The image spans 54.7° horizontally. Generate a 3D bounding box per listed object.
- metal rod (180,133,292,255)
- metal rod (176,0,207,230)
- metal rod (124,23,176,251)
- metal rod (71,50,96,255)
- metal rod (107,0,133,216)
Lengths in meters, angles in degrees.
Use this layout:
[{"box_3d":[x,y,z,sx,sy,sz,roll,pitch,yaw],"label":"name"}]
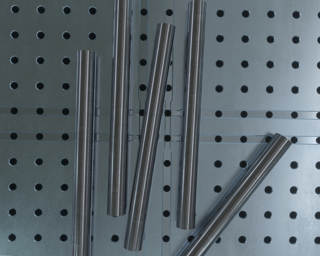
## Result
[{"box_3d":[0.073,0.132,0.414,0.025,0.025,0.300,38,90,-1],"label":"metal rod"},{"box_3d":[0.042,-0.017,0.413,0.025,0.025,0.298,3,90,-1],"label":"metal rod"},{"box_3d":[-0.014,0.012,0.413,0.025,0.025,0.298,9,90,-1],"label":"metal rod"},{"box_3d":[-0.102,0.049,0.412,0.025,0.025,0.298,2,90,-1],"label":"metal rod"},{"box_3d":[-0.053,-0.035,0.412,0.025,0.025,0.298,2,90,-1],"label":"metal rod"}]
